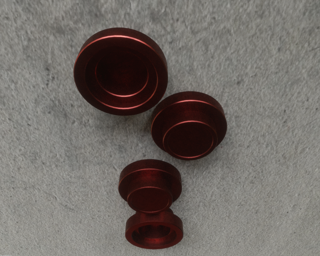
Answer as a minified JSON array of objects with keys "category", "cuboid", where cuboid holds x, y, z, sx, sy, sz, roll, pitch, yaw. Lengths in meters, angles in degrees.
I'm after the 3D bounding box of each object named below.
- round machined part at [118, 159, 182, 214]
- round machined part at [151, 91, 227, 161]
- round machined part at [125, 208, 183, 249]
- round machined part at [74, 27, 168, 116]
[{"category":"round machined part","cuboid":[-0.015,0.096,0.478,0.099,0.042,0.097,0,130,0]},{"category":"round machined part","cuboid":[0.037,0.004,0.400,0.099,0.042,0.097,-1,130,0]},{"category":"round machined part","cuboid":[-0.010,0.168,0.538,0.099,0.042,0.097,-1,133,0]},{"category":"round machined part","cuboid":[-0.041,-0.064,0.341,0.099,0.042,0.097,-1,130,0]}]
